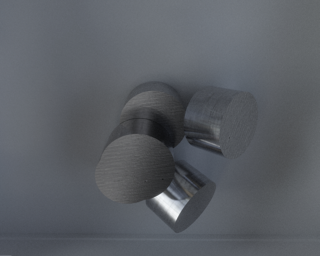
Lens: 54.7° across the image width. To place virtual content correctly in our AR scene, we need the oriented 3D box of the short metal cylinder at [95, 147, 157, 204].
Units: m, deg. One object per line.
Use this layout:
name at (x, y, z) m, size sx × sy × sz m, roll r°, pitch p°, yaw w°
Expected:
short metal cylinder at (-0.042, 0.054, 0.416) m, size 0.081 × 0.050 × 0.079 m, roll 0°, pitch 110°, yaw -1°

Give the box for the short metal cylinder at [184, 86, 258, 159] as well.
short metal cylinder at (0.074, -0.008, 0.372) m, size 0.081 × 0.050 × 0.079 m, roll -18°, pitch 115°, yaw -42°

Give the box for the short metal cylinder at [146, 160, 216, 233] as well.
short metal cylinder at (0.028, 0.089, 0.406) m, size 0.050 × 0.081 × 0.079 m, roll 36°, pitch 111°, yaw 30°

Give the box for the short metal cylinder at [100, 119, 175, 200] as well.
short metal cylinder at (-0.024, 0.035, 0.354) m, size 0.081 × 0.050 × 0.079 m, roll 0°, pitch 110°, yaw -1°

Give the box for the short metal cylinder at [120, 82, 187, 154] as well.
short metal cylinder at (-0.007, -0.014, 0.391) m, size 0.081 × 0.050 × 0.079 m, roll 0°, pitch 110°, yaw -1°
